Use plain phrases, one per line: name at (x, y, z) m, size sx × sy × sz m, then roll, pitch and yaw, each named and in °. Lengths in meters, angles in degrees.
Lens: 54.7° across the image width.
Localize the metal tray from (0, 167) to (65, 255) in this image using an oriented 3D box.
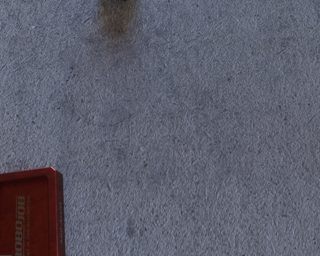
metal tray at (-0.161, 0.117, 0.361) m, size 0.091 × 0.030 × 0.130 m, roll -7°, pitch 70°, yaw -3°
